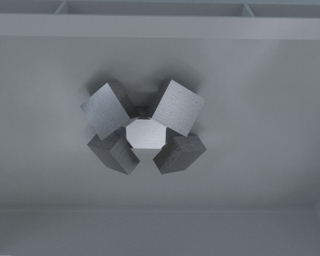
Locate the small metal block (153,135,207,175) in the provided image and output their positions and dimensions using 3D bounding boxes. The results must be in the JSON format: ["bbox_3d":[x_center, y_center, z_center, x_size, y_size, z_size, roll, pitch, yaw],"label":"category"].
[{"bbox_3d":[0.027,0.036,0.423,0.050,0.025,0.050,-1,141,-47],"label":"small metal block"}]

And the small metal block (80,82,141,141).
[{"bbox_3d":[-0.060,-0.020,0.372,0.050,0.025,0.050,-35,85,26],"label":"small metal block"}]

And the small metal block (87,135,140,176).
[{"bbox_3d":[-0.063,0.034,0.419,0.050,0.025,0.050,10,144,43],"label":"small metal block"}]

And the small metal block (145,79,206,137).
[{"bbox_3d":[0.018,-0.024,0.370,0.050,0.025,0.050,28,87,-22],"label":"small metal block"}]

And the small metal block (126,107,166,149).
[{"bbox_3d":[-0.018,0.000,0.406,0.050,0.025,0.050,1,130,-1],"label":"small metal block"}]
